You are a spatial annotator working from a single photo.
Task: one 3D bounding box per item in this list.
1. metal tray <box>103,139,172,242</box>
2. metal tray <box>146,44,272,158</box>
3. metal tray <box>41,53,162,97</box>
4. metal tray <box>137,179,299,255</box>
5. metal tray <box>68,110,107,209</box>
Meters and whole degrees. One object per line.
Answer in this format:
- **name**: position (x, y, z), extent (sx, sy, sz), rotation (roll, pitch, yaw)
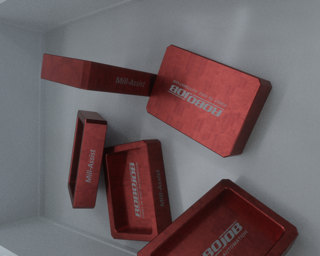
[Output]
- **metal tray**: position (-0.034, 0.086, 0.429), extent (0.090, 0.030, 0.129), rotation (-13, 82, 39)
- **metal tray**: position (0.050, -0.035, 0.361), extent (0.130, 0.030, 0.089), rotation (32, 109, 35)
- **metal tray**: position (-0.068, -0.064, 0.392), extent (0.090, 0.131, 0.030), rotation (17, 101, 38)
- **metal tray**: position (0.055, 0.116, 0.295), extent (0.090, 0.131, 0.030), rotation (36, 145, 34)
- **metal tray**: position (-0.112, 0.044, 0.467), extent (0.090, 0.030, 0.129), rotation (-151, 70, -66)
